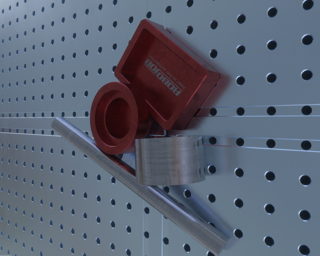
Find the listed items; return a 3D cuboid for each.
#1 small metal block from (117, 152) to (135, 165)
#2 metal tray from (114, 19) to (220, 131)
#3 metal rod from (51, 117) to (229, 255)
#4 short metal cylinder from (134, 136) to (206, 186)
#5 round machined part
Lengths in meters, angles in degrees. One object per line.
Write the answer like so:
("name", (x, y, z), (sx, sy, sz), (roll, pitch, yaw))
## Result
("small metal block", (-0.066, 0.038, 0.461), (0.050, 0.025, 0.050), (35, 111, 34))
("metal tray", (0.003, -0.069, 0.401), (0.130, 0.030, 0.089), (48, 118, 29))
("metal rod", (-0.043, 0.064, 0.416), (0.300, 0.025, 0.025), (32, 110, 26))
("short metal cylinder", (0.011, 0.036, 0.361), (0.080, 0.081, 0.050), (-5, 87, 39))
("round machined part", (-0.050, -0.013, 0.427), (0.098, 0.042, 0.097), (0, 90, 41))
